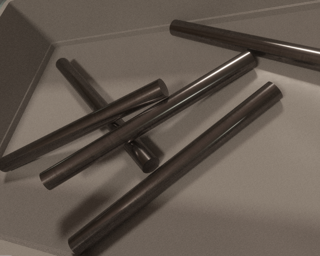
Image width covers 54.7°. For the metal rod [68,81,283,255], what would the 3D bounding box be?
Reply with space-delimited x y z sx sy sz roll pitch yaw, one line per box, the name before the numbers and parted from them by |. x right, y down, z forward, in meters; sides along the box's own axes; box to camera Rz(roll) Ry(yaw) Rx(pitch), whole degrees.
metal rod | 0.017 0.048 0.365 0.300 0.025 0.025 -38 51 2

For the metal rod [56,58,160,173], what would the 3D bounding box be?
metal rod | -0.095 -0.036 0.475 0.025 0.025 0.300 -44 51 -2

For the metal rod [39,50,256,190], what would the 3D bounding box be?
metal rod | -0.013 -0.011 0.391 0.301 0.025 0.025 -31 51 -3

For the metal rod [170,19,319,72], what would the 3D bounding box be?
metal rod | 0.132 -0.104 0.400 0.300 0.025 0.025 27 76 36

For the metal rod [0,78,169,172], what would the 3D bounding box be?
metal rod | -0.123 0.005 0.441 0.300 0.025 0.025 -23 53 23
